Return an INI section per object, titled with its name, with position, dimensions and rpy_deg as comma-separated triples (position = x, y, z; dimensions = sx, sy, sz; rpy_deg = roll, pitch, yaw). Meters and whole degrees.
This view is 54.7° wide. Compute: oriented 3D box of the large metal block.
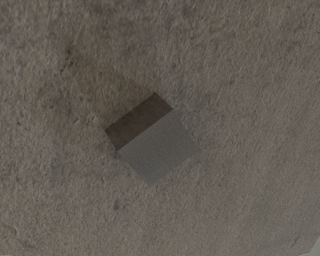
[large metal block]
position = -0.009, 0.016, 0.397
dimensions = 0.080, 0.050, 0.080
rpy_deg = -37, 130, -4
